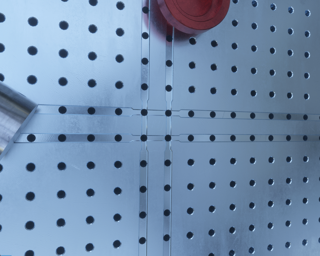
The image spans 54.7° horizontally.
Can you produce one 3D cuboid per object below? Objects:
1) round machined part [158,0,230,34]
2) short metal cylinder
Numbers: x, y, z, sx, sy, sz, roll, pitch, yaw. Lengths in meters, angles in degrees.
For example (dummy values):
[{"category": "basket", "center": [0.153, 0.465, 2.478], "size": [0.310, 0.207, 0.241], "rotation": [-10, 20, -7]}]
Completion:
[{"category": "round machined part", "center": [0.042, -0.175, 0.419], "size": [0.099, 0.042, 0.097], "rotation": [0, 90, -20]}, {"category": "short metal cylinder", "center": [-0.171, -0.006, 0.320], "size": [0.050, 0.080, 0.080], "rotation": [34, 79, -17]}]
